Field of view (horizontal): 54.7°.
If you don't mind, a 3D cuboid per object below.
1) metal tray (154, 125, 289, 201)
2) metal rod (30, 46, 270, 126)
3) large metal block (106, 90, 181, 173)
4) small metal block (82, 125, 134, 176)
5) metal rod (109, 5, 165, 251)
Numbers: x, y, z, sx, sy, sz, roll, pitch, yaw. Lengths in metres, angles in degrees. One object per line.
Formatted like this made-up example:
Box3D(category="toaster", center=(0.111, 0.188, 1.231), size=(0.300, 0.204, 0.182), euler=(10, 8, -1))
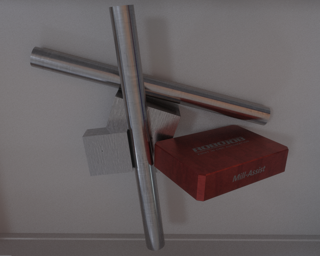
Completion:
Box3D(category="metal tray", center=(0.070, 0.034, 0.360), size=(0.131, 0.090, 0.030), euler=(-11, 114, -30))
Box3D(category="metal rod", center=(-0.007, -0.051, 0.392), size=(0.302, 0.025, 0.025), euler=(14, 110, -6))
Box3D(category="large metal block", center=(-0.026, 0.002, 0.397), size=(0.080, 0.050, 0.079), euler=(17, 109, -7))
Box3D(category="small metal block", center=(-0.059, 0.026, 0.365), size=(0.050, 0.025, 0.050), euler=(-6, 110, 1))
Box3D(category="metal rod", center=(-0.022, 0.016, 0.362), size=(0.025, 0.025, 0.298), euler=(-6, 110, 2))
